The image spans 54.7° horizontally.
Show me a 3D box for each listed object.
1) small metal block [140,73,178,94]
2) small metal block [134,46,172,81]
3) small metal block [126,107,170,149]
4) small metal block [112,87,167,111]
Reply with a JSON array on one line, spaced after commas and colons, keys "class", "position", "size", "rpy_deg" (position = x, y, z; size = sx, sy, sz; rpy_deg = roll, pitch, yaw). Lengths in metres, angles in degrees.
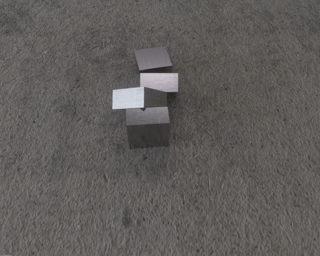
[{"class": "small metal block", "position": [-0.001, -0.062, 0.436], "size": [0.050, 0.050, 0.025], "rpy_deg": [0, 93, 0]}, {"class": "small metal block", "position": [-0.011, -0.101, 0.488], "size": [0.050, 0.025, 0.050], "rpy_deg": [-10, 51, -8]}, {"class": "small metal block", "position": [-0.015, 0.000, 0.385], "size": [0.050, 0.050, 0.025], "rpy_deg": [-4, 54, -3]}, {"class": "small metal block", "position": [-0.026, -0.036, 0.404], "size": [0.050, 0.050, 0.025], "rpy_deg": [-1, 88, 34]}]
